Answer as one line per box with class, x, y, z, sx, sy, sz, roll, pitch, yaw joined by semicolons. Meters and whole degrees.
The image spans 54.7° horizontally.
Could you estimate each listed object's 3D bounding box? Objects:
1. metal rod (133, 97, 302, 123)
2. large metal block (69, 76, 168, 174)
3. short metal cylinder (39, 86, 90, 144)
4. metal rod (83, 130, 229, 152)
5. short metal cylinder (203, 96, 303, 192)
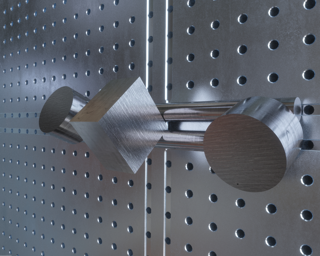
metal rod;0.017;-0.020;0.394;0.300;0.025;0.025;1;91;40
large metal block;-0.045;-0.004;0.372;0.050;0.080;0.080;1;133;40
short metal cylinder;-0.146;-0.020;0.495;0.080;0.050;0.080;-19;56;31
metal rod;-0.040;0.014;0.441;0.300;0.025;0.025;1;91;40
short metal cylinder;0.090;0.015;0.301;0.080;0.050;0.079;19;124;32
